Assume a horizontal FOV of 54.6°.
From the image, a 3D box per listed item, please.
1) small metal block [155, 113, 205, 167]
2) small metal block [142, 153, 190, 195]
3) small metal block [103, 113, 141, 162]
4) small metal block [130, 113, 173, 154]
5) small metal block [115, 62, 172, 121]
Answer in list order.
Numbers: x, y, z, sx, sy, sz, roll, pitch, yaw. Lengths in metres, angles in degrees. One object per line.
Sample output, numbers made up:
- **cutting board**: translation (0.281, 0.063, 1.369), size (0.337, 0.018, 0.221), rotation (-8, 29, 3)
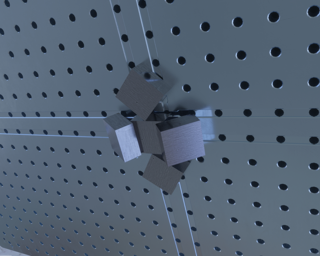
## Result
- **small metal block**: translation (0.026, 0.015, 0.389), size (0.050, 0.025, 0.050), rotation (-16, 116, -9)
- **small metal block**: translation (0.008, 0.060, 0.444), size (0.050, 0.025, 0.050), rotation (31, 129, 10)
- **small metal block**: translation (-0.053, 0.012, 0.431), size (0.050, 0.025, 0.050), rotation (34, 143, 55)
- **small metal block**: translation (-0.007, 0.007, 0.419), size (0.050, 0.025, 0.050), rotation (1, 118, 27)
- **small metal block**: translation (-0.021, -0.046, 0.395), size (0.050, 0.025, 0.050), rotation (40, 129, 2)
